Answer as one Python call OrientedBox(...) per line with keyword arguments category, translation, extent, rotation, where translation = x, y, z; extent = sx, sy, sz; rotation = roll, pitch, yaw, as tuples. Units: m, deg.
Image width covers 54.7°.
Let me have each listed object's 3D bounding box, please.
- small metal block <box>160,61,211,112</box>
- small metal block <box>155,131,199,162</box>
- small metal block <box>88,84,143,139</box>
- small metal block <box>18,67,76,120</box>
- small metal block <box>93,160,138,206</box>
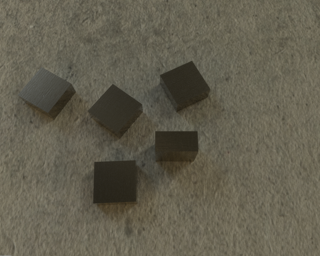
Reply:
OrientedBox(category="small metal block", translation=(0.034, -0.058, 0.430), extent=(0.050, 0.025, 0.050), rotation=(-26, 72, -10))
OrientedBox(category="small metal block", translation=(0.019, 0.024, 0.386), extent=(0.050, 0.050, 0.025), rotation=(0, 70, 0))
OrientedBox(category="small metal block", translation=(-0.059, -0.022, 0.416), extent=(0.050, 0.025, 0.050), rotation=(35, 73, 11))
OrientedBox(category="small metal block", translation=(-0.153, -0.047, 0.424), extent=(0.050, 0.025, 0.050), rotation=(29, 72, 10))
OrientedBox(category="small metal block", translation=(-0.054, 0.068, 0.383), extent=(0.050, 0.025, 0.050), rotation=(-2, 70, -1))
